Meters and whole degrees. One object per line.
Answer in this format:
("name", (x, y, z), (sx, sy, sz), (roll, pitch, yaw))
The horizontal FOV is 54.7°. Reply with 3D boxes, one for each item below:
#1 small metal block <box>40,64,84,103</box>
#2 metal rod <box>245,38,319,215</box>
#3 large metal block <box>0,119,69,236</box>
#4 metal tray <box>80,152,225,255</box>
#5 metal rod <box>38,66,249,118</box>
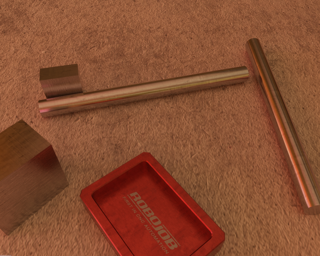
("small metal block", (-0.136, -0.060, 0.435), (0.050, 0.050, 0.025), (-10, 51, -9))
("metal rod", (0.162, -0.027, 0.427), (0.025, 0.025, 0.300), (-1, 50, -2))
("large metal block", (-0.151, 0.052, 0.322), (0.050, 0.080, 0.080), (34, 58, 25))
("metal tray", (-0.010, 0.094, 0.320), (0.091, 0.030, 0.130), (-31, 57, -24))
("metal rod", (-0.016, -0.055, 0.448), (0.302, 0.025, 0.025), (-11, 51, -10))
